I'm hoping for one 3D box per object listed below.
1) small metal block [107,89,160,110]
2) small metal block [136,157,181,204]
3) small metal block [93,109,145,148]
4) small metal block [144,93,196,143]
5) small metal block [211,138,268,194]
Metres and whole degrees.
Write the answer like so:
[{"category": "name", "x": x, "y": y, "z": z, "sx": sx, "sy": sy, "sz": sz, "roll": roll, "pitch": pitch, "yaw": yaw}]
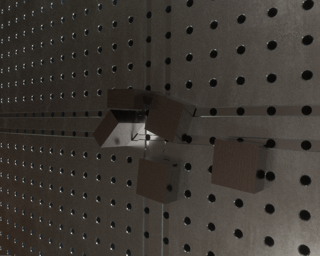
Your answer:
[{"category": "small metal block", "x": -0.035, "y": -0.038, "z": 0.420, "sx": 0.050, "sy": 0.050, "sz": 0.025, "roll": 5, "pitch": 93, "yaw": 39}, {"category": "small metal block", "x": -0.003, "y": 0.067, "z": 0.410, "sx": 0.050, "sy": 0.025, "sz": 0.050, "roll": 9, "pitch": 96, "yaw": 39}, {"category": "small metal block", "x": -0.058, "y": 0.001, "z": 0.439, "sx": 0.050, "sy": 0.050, "sz": 0.025, "roll": -50, "pitch": 61, "yaw": 28}, {"category": "small metal block", "x": 0.012, "y": -0.013, "z": 0.398, "sx": 0.050, "sy": 0.025, "sz": 0.050, "roll": 26, "pitch": 106, "yaw": 36}, {"category": "small metal block", "x": 0.086, "y": 0.040, "z": 0.337, "sx": 0.050, "sy": 0.025, "sz": 0.050, "roll": 8, "pitch": 95, "yaw": 39}]
